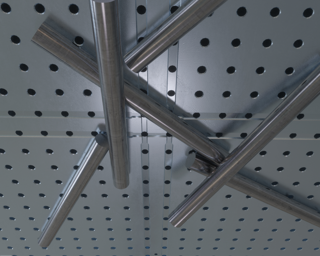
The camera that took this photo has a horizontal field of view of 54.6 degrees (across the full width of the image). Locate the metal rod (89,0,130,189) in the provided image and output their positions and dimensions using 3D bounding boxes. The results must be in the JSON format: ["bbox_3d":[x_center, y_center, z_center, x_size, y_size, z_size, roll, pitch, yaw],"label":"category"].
[{"bbox_3d":[-0.054,-0.013,0.371,0.025,0.025,0.298,2,139,-2],"label":"metal rod"}]

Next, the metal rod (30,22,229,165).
[{"bbox_3d":[-0.015,-0.026,0.389,0.301,0.025,0.025,33,123,-25],"label":"metal rod"}]

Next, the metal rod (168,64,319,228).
[{"bbox_3d":[0.110,0.036,0.415,0.025,0.025,0.299,29,116,-22],"label":"metal rod"}]

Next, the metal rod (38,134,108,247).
[{"bbox_3d":[-0.149,0.117,0.509,0.025,0.025,0.298,23,127,-18],"label":"metal rod"}]

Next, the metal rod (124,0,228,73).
[{"bbox_3d":[0.080,-0.148,0.285,0.299,0.025,0.025,-34,122,25],"label":"metal rod"}]

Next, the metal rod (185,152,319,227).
[{"bbox_3d":[0.171,0.108,0.504,0.301,0.025,0.025,26,125,-21],"label":"metal rod"}]
